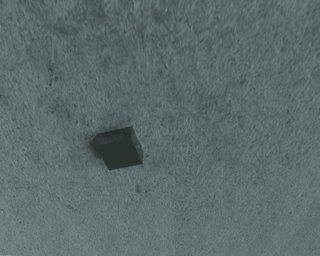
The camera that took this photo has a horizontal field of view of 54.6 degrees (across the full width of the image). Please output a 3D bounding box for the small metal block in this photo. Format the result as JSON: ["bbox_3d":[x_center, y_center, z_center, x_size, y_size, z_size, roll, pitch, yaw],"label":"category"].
[{"bbox_3d":[-0.055,0.029,0.431,0.050,0.025,0.050,-12,129,9],"label":"small metal block"}]
